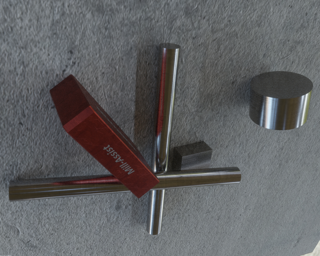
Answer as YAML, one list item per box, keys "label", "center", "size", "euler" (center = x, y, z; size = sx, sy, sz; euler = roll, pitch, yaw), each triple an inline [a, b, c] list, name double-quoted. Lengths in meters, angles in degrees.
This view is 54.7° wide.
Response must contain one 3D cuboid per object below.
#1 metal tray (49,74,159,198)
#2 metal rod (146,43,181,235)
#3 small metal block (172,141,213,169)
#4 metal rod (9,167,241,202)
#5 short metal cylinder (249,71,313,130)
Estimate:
- label: "metal tray"
  center: [-0.059, 0.011, 0.339]
  size: [0.030, 0.090, 0.130]
  euler: [-39, 129, -2]
- label: "metal rod"
  center: [0.001, 0.035, 0.428]
  size: [0.025, 0.025, 0.298]
  euler: [-10, 123, -23]
- label: "small metal block"
  center: [0.047, 0.051, 0.464]
  size: [0.050, 0.025, 0.050]
  euler: [-10, 123, -23]
- label: "metal rod"
  center: [-0.030, 0.071, 0.407]
  size: [0.302, 0.025, 0.025]
  euler: [-1, 119, -19]
- label: "short metal cylinder"
  center: [0.169, -0.040, 0.438]
  size: [0.081, 0.080, 0.050]
  euler: [-20, 126, -16]
